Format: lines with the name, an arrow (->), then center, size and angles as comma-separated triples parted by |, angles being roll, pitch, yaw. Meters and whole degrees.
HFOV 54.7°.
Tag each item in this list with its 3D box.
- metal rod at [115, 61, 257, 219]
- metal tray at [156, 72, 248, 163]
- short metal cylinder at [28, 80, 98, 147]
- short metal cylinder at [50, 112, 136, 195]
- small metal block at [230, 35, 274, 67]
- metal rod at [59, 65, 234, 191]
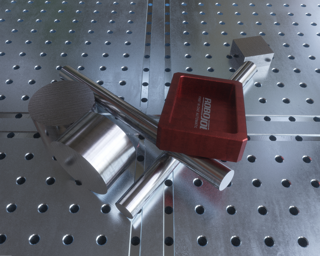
metal rod -> 0.051, -0.003, 0.410 | 0.025, 0.025, 0.301 | 30, 56, 22
metal tray -> 0.051, -0.019, 0.366 | 0.090, 0.030, 0.130 | 9, 36, 5
short metal cylinder -> -0.122, -0.017, 0.404 | 0.081, 0.050, 0.080 | 0, 50, 0
short metal cylinder -> -0.074, 0.028, 0.347 | 0.080, 0.080, 0.050 | 27, 55, 21
small metal block -> 0.152, -0.126, 0.516 | 0.050, 0.025, 0.050 | -10, 51, -9
metal rod -> -0.038, -0.015, 0.397 | 0.300, 0.025, 0.025 | 33, 57, 32
